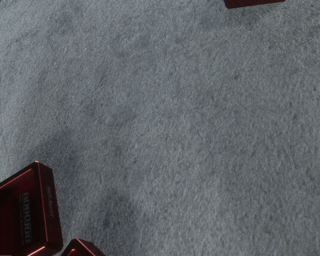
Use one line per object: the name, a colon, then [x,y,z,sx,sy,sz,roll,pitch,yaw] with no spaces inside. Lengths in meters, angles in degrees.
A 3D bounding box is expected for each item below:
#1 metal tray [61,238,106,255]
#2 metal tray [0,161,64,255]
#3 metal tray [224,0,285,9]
metal tray: [-0.095,0.198,0.327,0.090,0.030,0.130,25,75,36]
metal tray: [-0.185,0.121,0.421,0.090,0.030,0.130,-31,52,8]
metal tray: [0.152,-0.244,0.470,0.090,0.030,0.130,4,63,29]
